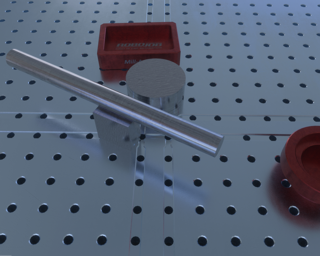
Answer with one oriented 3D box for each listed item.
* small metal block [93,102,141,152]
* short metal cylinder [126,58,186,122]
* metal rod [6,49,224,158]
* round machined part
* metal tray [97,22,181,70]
[{"bbox_3d":[-0.053,-0.002,0.393,0.050,0.050,0.025,22,53,17],"label":"small metal block"},{"bbox_3d":[-0.006,-0.053,0.436,0.081,0.050,0.080,0,50,0],"label":"short metal cylinder"},{"bbox_3d":[-0.068,-0.038,0.373,0.301,0.025,0.025,24,54,18],"label":"metal rod"},{"bbox_3d":[0.190,0.047,0.359,0.099,0.042,0.098,0,50,0],"label":"round machined part"},{"bbox_3d":[-0.035,-0.140,0.521,0.131,0.030,0.090,-2,50,-3],"label":"metal tray"}]
